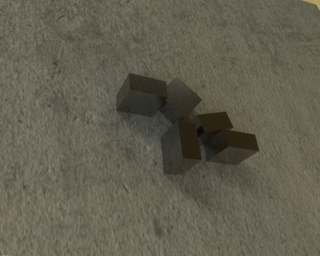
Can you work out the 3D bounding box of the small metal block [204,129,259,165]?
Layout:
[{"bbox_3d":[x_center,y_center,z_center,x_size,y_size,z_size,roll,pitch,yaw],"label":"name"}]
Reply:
[{"bbox_3d":[0.097,0.028,0.425,0.050,0.050,0.025,9,58,-24],"label":"small metal block"}]

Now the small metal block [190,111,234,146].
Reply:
[{"bbox_3d":[0.062,0.003,0.421,0.050,0.050,0.025,-8,66,-32],"label":"small metal block"}]

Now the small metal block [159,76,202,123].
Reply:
[{"bbox_3d":[0.024,-0.038,0.442,0.050,0.025,0.050,44,51,1],"label":"small metal block"}]

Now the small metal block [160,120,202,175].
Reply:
[{"bbox_3d":[0.025,0.026,0.387,0.025,0.050,0.050,9,58,-24],"label":"small metal block"}]

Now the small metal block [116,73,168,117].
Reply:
[{"bbox_3d":[-0.025,-0.041,0.401,0.050,0.050,0.025,10,58,-24],"label":"small metal block"}]
